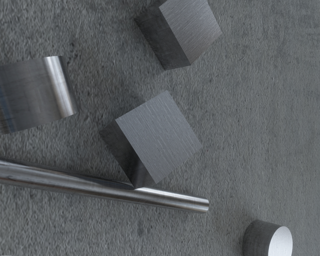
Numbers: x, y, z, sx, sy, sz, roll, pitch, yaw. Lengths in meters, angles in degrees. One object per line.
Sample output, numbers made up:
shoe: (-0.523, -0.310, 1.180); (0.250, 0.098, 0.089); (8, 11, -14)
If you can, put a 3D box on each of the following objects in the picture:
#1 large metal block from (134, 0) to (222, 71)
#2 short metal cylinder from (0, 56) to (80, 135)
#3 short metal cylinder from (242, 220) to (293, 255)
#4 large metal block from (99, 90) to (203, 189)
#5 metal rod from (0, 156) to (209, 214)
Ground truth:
large metal block: (0.026, -0.135, 0.410); (0.080, 0.050, 0.080); (-49, 119, -29)
short metal cylinder: (-0.117, -0.029, 0.271); (0.081, 0.080, 0.050); (-23, 105, -38)
short metal cylinder: (0.191, 0.209, 0.549); (0.081, 0.050, 0.080); (0, 90, -40)
large metal block: (-0.010, 0.014, 0.365); (0.081, 0.050, 0.080); (-34, 93, -35)
metal rod: (-0.049, 0.073, 0.363); (0.302, 0.025, 0.025); (20, 78, -38)
